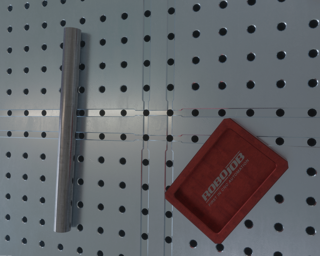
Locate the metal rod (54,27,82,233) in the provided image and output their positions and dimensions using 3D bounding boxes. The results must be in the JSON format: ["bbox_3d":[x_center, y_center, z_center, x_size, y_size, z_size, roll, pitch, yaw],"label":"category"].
[{"bbox_3d":[-0.137,0.004,0.460,0.025,0.025,0.298,4,91,20],"label":"metal rod"}]

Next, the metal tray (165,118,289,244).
[{"bbox_3d":[0.079,0.063,0.381,0.090,0.030,0.130,40,102,15],"label":"metal tray"}]
